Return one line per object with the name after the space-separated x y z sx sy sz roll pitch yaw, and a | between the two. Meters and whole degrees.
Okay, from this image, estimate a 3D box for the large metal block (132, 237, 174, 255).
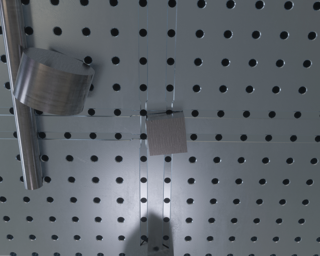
-0.022 0.230 0.469 0.050 0.080 0.080 34 106 -12 | large metal block

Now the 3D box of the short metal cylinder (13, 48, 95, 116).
-0.123 -0.055 0.363 0.080 0.080 0.050 20 109 -7 | short metal cylinder

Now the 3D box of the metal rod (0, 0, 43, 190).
-0.176 -0.058 0.390 0.025 0.025 0.298 1 110 -1 | metal rod

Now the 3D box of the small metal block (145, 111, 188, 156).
0.009 0.007 0.416 0.050 0.025 0.050 -6 110 2 | small metal block
